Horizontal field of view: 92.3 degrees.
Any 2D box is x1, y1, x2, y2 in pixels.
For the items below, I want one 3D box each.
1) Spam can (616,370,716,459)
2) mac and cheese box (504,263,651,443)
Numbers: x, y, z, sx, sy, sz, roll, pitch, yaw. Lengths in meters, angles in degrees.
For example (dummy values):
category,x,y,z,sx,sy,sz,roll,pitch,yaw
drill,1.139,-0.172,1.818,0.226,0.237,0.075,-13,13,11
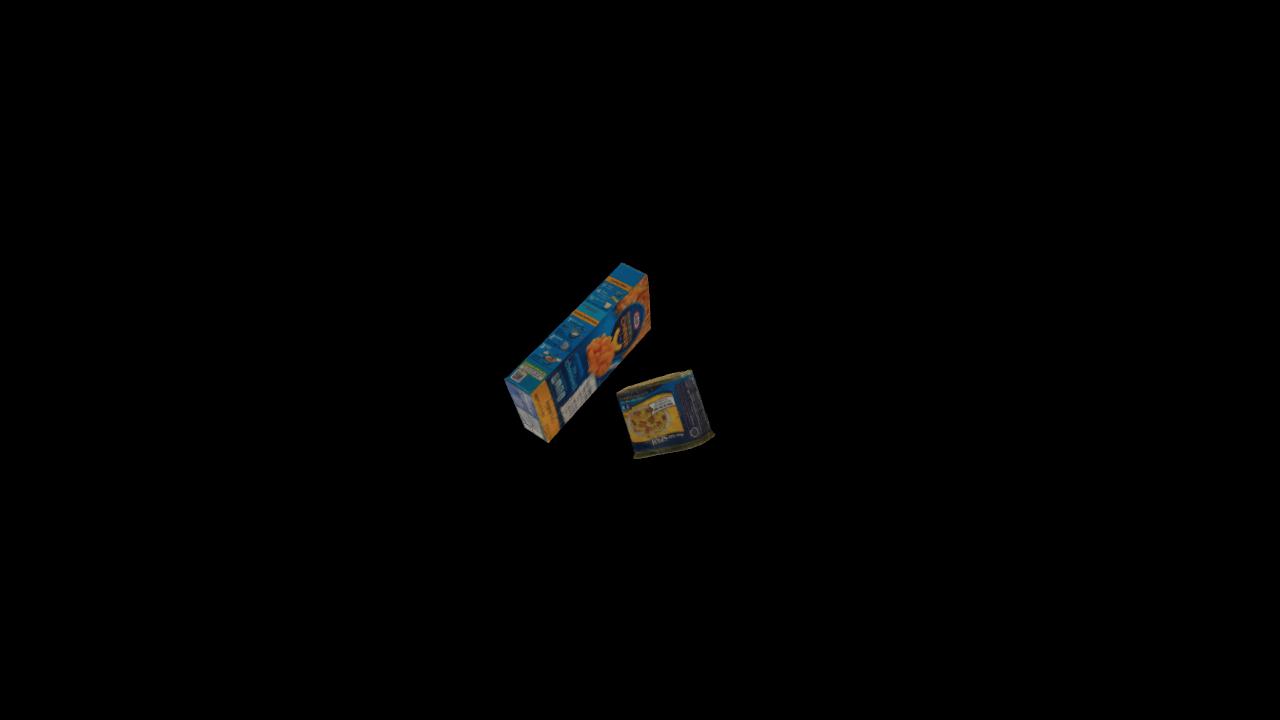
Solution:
category,x,y,z,sx,sy,sz,roll,pitch,yaw
Spam can,0.028,0.064,0.736,0.101,0.085,0.058,-17,2,34
mac and cheese box,-0.056,-0.009,0.639,0.041,0.184,0.093,28,-30,24
